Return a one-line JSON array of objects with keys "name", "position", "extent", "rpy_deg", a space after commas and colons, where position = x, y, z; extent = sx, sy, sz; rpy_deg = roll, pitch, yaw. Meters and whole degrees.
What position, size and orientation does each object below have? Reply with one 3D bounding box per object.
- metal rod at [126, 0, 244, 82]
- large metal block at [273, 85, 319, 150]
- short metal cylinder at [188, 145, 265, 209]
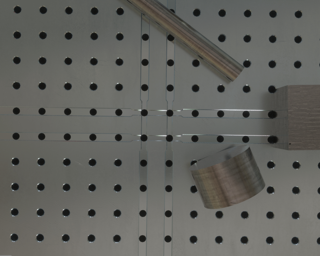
[{"name": "metal rod", "position": [-0.015, -0.163, 0.412], "extent": [0.300, 0.025, 0.025], "rpy_deg": [37, 90, 0]}, {"name": "large metal block", "position": [0.196, -0.013, 0.402], "extent": [0.081, 0.050, 0.080], "rpy_deg": [-1, 90, 0]}, {"name": "short metal cylinder", "position": [0.082, 0.060, 0.386], "extent": [0.080, 0.080, 0.050], "rpy_deg": [-23, 90, 0]}]
